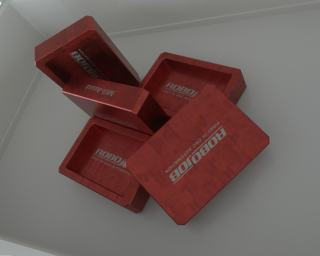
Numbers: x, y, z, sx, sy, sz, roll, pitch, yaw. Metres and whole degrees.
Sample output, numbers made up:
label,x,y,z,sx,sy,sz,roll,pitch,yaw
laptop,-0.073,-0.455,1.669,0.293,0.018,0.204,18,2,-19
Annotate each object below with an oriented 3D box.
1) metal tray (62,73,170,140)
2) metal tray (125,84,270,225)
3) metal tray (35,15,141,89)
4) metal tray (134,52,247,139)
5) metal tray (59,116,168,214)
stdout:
label,x,y,z,sx,sy,sz,roll,pitch,yaw
metal tray,-0.053,-0.024,0.401,0.130,0.090,0.030,17,71,34
metal tray,0.039,0.028,0.337,0.130,0.030,0.090,-43,80,-2
metal tray,-0.095,-0.081,0.433,0.090,0.130,0.030,-27,53,12
metal tray,0.034,-0.047,0.410,0.130,0.030,0.090,23,74,36
metal tray,-0.061,0.043,0.403,0.130,0.030,0.090,17,70,34
